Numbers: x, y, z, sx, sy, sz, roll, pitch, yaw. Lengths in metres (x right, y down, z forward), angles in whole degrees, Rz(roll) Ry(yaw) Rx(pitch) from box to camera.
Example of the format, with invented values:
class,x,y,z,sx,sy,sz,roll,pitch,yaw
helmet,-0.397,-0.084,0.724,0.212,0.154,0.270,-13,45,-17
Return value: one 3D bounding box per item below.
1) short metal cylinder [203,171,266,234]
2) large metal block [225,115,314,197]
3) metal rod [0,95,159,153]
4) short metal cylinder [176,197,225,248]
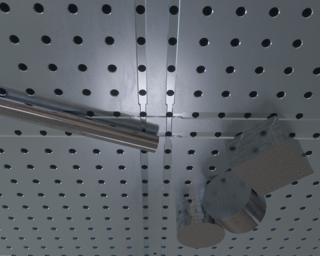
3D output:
class,x,y,z,sx,sy,sz,roll,pitch,yaw
short metal cylinder,0.113,0.112,0.473,0.080,0.080,0.050,-29,124,22
large metal block,0.151,0.041,0.432,0.080,0.050,0.080,-34,123,25
metal rod,-0.148,-0.015,0.397,0.302,0.025,0.025,15,129,-13
short metal cylinder,0.068,0.164,0.536,0.081,0.050,0.079,0,130,0
